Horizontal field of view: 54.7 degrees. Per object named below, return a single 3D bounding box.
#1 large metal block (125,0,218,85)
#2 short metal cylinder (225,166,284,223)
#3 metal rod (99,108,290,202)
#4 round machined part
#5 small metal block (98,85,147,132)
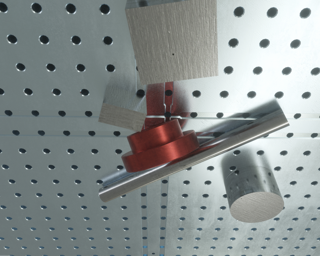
[{"bbox_3d":[0.014,-0.095,0.314,0.080,0.050,0.080,-6,130,5],"label":"large metal block"},{"bbox_3d":[0.146,0.105,0.487,0.081,0.050,0.079,0,130,0],"label":"short metal cylinder"},{"bbox_3d":[0.036,0.047,0.452,0.300,0.025,0.025,-26,126,20],"label":"metal rod"},{"bbox_3d":[-0.003,0.018,0.392,0.098,0.098,0.042,-19,92,15],"label":"round machined part"},{"bbox_3d":[-0.044,-0.024,0.372,0.050,0.050,0.025,14,118,-12],"label":"small metal block"}]
